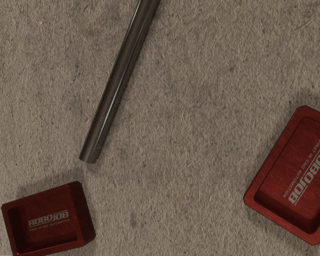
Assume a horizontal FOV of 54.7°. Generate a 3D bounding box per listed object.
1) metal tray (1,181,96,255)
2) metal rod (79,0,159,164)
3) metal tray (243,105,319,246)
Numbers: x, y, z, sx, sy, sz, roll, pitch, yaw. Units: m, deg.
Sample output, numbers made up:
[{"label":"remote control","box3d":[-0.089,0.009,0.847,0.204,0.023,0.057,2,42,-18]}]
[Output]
[{"label":"metal tray","box3d":[-0.169,0.140,0.463,0.130,0.030,0.090,-19,84,18]},{"label":"metal rod","box3d":[-0.048,-0.091,0.424,0.025,0.025,0.298,25,98,18]},{"label":"metal tray","box3d":[0.165,0.051,0.348,0.090,0.030,0.129,31,100,17]}]
